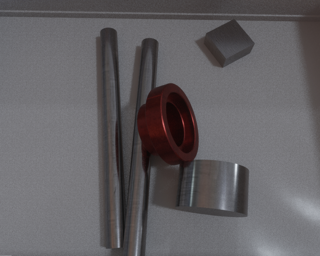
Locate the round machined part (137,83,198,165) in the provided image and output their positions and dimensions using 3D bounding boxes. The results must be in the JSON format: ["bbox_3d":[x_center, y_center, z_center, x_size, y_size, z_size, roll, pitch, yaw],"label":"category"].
[{"bbox_3d":[0.008,-0.002,0.380,0.042,0.098,0.098,-15,68,27],"label":"round machined part"}]

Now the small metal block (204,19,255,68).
[{"bbox_3d":[0.101,-0.125,0.457,0.050,0.025,0.050,-29,73,-11],"label":"small metal block"}]

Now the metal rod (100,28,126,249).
[{"bbox_3d":[-0.063,-0.001,0.409,0.025,0.025,0.299,-5,70,-2],"label":"metal rod"}]

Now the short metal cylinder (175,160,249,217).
[{"bbox_3d":[0.060,0.071,0.355,0.080,0.080,0.050,7,71,2],"label":"short metal cylinder"}]

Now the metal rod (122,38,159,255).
[{"bbox_3d":[-0.022,0.013,0.396,0.025,0.025,0.299,3,67,1],"label":"metal rod"}]
